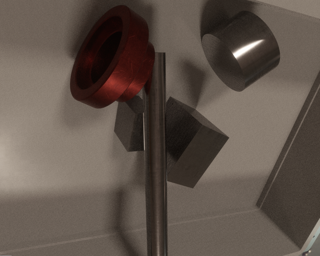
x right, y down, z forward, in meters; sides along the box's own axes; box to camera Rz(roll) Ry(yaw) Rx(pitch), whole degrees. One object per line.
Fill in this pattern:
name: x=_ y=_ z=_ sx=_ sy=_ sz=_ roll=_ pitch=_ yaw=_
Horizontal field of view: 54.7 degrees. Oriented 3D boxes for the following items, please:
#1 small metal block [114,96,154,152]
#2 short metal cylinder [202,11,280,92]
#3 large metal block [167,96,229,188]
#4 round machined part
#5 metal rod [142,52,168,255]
small metal block: x=-0.032 y=-0.006 z=0.372 sx=0.025 sy=0.050 sz=0.050 roll=-2 pitch=119 yaw=-28
short metal cylinder: x=0.095 y=-0.091 z=0.371 sx=0.050 sy=0.080 sz=0.080 roll=-35 pitch=129 yaw=-5
large metal block: x=0.028 y=0.018 z=0.401 sx=0.050 sy=0.080 sz=0.080 roll=23 pitch=106 yaw=-37
round machined part: x=-0.043 y=-0.063 z=0.300 sx=0.042 sy=0.098 sz=0.098 roll=25 pitch=105 yaw=-37
metal rod: x=-0.004 y=0.067 z=0.355 sx=0.025 sy=0.025 sz=0.298 roll=-8 pitch=107 yaw=-25
